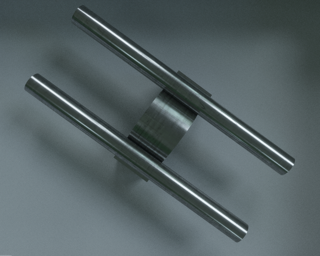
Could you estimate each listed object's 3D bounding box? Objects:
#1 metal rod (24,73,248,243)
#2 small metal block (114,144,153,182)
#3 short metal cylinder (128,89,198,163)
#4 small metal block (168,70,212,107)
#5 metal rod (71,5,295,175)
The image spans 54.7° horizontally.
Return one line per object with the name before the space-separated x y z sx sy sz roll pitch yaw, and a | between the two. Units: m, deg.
metal rod | -0.027 0.035 0.361 0.301 0.025 0.025 36 90 0
small metal block | -0.028 0.040 0.397 0.050 0.050 0.025 37 90 -1
short metal cylinder | 0.003 -0.003 0.382 0.050 0.080 0.080 37 90 -1
small metal block | 0.035 -0.045 0.397 0.050 0.050 0.025 37 90 -1
metal rod | 0.027 -0.043 0.360 0.301 0.025 0.025 36 90 -1
